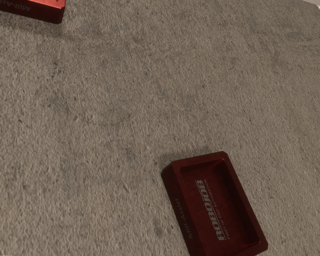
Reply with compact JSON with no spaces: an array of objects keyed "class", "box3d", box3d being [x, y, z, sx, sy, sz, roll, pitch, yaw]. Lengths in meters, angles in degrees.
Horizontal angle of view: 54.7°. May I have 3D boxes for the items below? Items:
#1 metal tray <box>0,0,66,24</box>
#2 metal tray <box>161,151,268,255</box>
[{"class":"metal tray","box3d":[-0.196,-0.197,0.415,0.131,0.030,0.090,7,59,-25]},{"class":"metal tray","box3d":[0.065,0.098,0.377,0.091,0.030,0.130,-7,66,-32]}]
